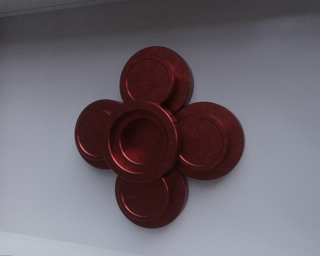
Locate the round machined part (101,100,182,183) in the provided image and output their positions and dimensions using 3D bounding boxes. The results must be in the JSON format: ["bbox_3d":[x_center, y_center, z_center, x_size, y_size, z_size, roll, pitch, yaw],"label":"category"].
[{"bbox_3d":[-0.019,0.015,0.384,0.098,0.042,0.097,0,90,20],"label":"round machined part"}]

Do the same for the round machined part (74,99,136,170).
[{"bbox_3d":[-0.077,0.009,0.426,0.098,0.042,0.097,0,90,20],"label":"round machined part"}]

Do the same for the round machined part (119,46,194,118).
[{"bbox_3d":[-0.009,-0.058,0.401,0.098,0.042,0.097,0,90,20],"label":"round machined part"}]

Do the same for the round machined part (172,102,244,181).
[{"bbox_3d":[0.052,0.016,0.381,0.098,0.042,0.097,0,90,20],"label":"round machined part"}]

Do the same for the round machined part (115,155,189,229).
[{"bbox_3d":[-0.015,0.083,0.405,0.098,0.042,0.097,-1,88,18],"label":"round machined part"}]
